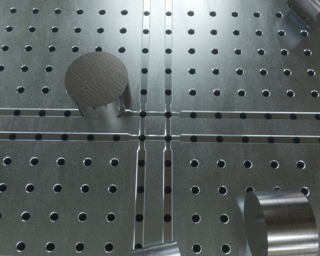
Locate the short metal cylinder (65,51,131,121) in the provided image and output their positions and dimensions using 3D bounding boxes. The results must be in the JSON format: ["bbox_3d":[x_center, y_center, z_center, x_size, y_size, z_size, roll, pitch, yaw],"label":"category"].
[{"bbox_3d":[-0.081,-0.055,0.418,0.081,0.050,0.080,0,70,0],"label":"short metal cylinder"}]

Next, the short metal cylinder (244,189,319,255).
[{"bbox_3d":[0.130,0.109,0.344,0.050,0.080,0.080,-3,70,-2],"label":"short metal cylinder"}]

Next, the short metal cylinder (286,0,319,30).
[{"bbox_3d":[0.237,-0.193,0.456,0.080,0.080,0.050,-32,74,-11],"label":"short metal cylinder"}]

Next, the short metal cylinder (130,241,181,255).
[{"bbox_3d":[0.001,0.164,0.323,0.050,0.080,0.080,-11,71,-4],"label":"short metal cylinder"}]
